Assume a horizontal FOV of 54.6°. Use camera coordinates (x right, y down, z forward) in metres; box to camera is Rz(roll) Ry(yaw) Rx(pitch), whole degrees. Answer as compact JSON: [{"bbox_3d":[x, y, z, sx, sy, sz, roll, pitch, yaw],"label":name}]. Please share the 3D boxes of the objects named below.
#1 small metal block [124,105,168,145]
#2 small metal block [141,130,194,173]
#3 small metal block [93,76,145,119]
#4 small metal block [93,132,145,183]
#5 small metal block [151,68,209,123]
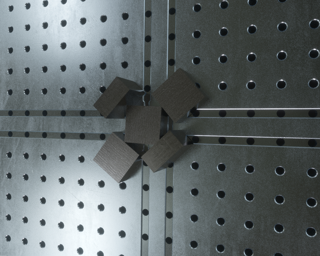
[{"bbox_3d":[-0.018,-0.004,0.419,0.050,0.025,0.050,4,90,21],"label":"small metal block"},{"bbox_3d":[0.011,0.028,0.396,0.050,0.050,0.025,-44,76,15],"label":"small metal block"},{"bbox_3d":[-0.054,-0.039,0.418,0.025,0.050,0.050,45,105,14],"label":"small metal block"},{"bbox_3d":[-0.056,0.040,0.433,0.050,0.025,0.050,40,102,15],"label":"small metal block"},{"bbox_3d":[0.026,-0.041,0.403,0.050,0.025,0.050,-42,77,15],"label":"small metal block"}]
